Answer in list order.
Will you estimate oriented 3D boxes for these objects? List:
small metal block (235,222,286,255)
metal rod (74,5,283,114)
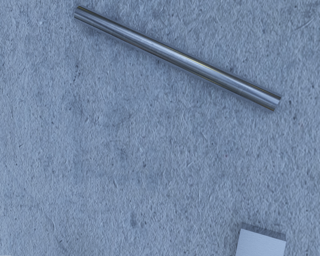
[{"bbox_3d":[0.118,0.147,0.367,0.050,0.025,0.050,12,94,19],"label":"small metal block"},{"bbox_3d":[0.011,-0.096,0.404,0.301,0.025,0.025,29,99,17],"label":"metal rod"}]
